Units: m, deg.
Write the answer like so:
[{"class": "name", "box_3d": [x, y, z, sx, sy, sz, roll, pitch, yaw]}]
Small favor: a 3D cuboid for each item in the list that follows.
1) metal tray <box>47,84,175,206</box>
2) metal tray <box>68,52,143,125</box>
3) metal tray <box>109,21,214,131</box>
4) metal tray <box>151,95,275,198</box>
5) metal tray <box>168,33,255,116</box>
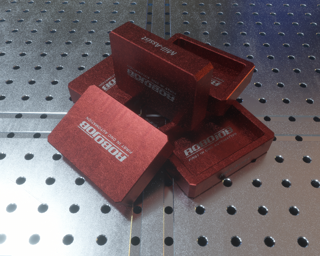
[{"class": "metal tray", "box_3d": [-0.059, 0.017, 0.365, 0.130, 0.030, 0.090, 35, 83, 25]}, {"class": "metal tray", "box_3d": [-0.056, -0.068, 0.460, 0.090, 0.030, 0.131, 32, 56, 23]}, {"class": "metal tray", "box_3d": [-0.002, -0.063, 0.378, 0.130, 0.089, 0.030, 33, 58, 24]}, {"class": "metal tray", "box_3d": [0.064, 0.017, 0.389, 0.131, 0.030, 0.090, -27, 55, -21]}, {"class": "metal tray", "box_3d": [0.052, -0.079, 0.432, 0.130, 0.030, 0.090, 29, 56, 22]}]
